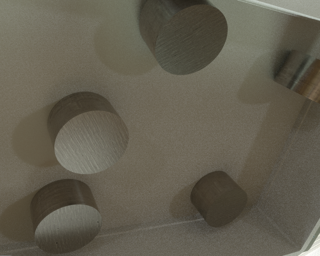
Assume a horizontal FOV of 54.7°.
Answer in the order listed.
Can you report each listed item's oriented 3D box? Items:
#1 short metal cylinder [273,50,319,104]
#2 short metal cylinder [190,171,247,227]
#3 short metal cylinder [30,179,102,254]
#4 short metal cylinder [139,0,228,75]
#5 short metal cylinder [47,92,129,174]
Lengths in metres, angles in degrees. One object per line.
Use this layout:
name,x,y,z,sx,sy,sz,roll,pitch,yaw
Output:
short metal cylinder,0.214,-0.073,0.448,0.081,0.080,0.050,14,111,-34
short metal cylinder,0.099,0.119,0.523,0.081,0.050,0.079,-14,125,-21
short metal cylinder,-0.121,0.113,0.397,0.081,0.050,0.079,-14,125,-21
short metal cylinder,0.024,-0.104,0.330,0.081,0.050,0.080,-16,140,-14
short metal cylinder,-0.082,0.005,0.352,0.081,0.050,0.079,-14,125,-21
